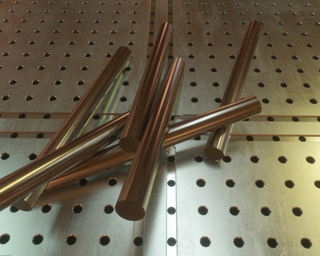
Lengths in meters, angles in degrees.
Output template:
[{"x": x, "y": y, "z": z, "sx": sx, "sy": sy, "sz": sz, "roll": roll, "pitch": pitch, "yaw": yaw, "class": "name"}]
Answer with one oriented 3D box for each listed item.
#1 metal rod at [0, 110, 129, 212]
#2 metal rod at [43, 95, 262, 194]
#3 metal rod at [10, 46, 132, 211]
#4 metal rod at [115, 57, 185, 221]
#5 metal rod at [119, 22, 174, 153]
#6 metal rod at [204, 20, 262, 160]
[{"x": -0.099, "y": 0.031, "z": 0.321, "sx": 0.025, "sy": 0.025, "sz": 0.302, "roll": 30, "pitch": 38, "yaw": 23, "class": "metal rod"}, {"x": -0.019, "y": 0.021, "z": 0.370, "sx": 0.302, "sy": 0.025, "sz": 0.025, "roll": -20, "pitch": 53, "yaw": -9, "class": "metal rod"}, {"x": -0.097, "y": -0.025, "z": 0.405, "sx": 0.025, "sy": 0.025, "sz": 0.301, "roll": 12, "pitch": 44, "yaw": 9, "class": "metal rod"}, {"x": 0.002, "y": -0.017, "z": 0.372, "sx": 0.025, "sy": 0.025, "sz": 0.301, "roll": 8, "pitch": 35, "yaw": 7, "class": "metal rod"}, {"x": -0.010, "y": -0.080, "z": 0.447, "sx": 0.025, "sy": 0.025, "sz": 0.300, "roll": 7, "pitch": 42, "yaw": 6, "class": "metal rod"}, {"x": 0.119, "y": -0.076, "z": 0.472, "sx": 0.025, "sy": 0.025, "sz": 0.301, "roll": 16, "pitch": 52, "yaw": 13, "class": "metal rod"}]
